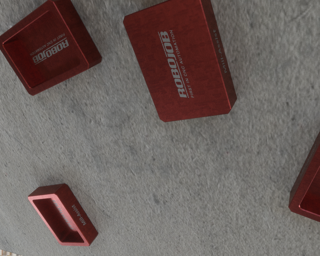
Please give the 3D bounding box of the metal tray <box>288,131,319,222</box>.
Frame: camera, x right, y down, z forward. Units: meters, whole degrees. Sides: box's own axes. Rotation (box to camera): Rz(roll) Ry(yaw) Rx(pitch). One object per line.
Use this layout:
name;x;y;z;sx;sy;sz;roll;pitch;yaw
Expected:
metal tray;0.203;0.051;0.327;0.090;0.030;0.129;19;126;16

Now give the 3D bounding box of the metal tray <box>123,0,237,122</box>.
metal tray;0.024;-0.074;0.344;0.090;0.030;0.129;-7;115;31

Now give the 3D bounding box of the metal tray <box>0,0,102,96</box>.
metal tray;-0.151;-0.105;0.416;0.130;0.030;0.090;-16;111;34

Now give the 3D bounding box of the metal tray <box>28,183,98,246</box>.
metal tray;-0.189;0.172;0.606;0.090;0.030;0.129;-13;112;33
